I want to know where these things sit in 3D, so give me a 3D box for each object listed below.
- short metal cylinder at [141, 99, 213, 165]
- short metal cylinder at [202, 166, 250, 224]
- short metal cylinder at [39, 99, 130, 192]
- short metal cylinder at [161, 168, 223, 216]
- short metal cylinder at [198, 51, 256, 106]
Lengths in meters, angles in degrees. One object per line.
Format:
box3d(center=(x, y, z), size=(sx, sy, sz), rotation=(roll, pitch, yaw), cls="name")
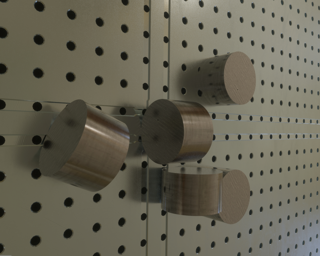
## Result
box3d(center=(0.020, 0.005, 0.392), size=(0.050, 0.080, 0.079), rotation=(1, 90, -40), cls="short metal cylinder")
box3d(center=(0.093, 0.101, 0.474), size=(0.081, 0.050, 0.079), rotation=(0, 90, -40), cls="short metal cylinder")
box3d(center=(-0.076, 0.018, 0.311), size=(0.050, 0.080, 0.080), rotation=(31, 71, -36), cls="short metal cylinder")
box3d(center=(0.042, 0.081, 0.411), size=(0.081, 0.080, 0.050), rotation=(2, 89, -40), cls="short metal cylinder")
box3d(center=(0.105, -0.075, 0.484), size=(0.081, 0.050, 0.079), rotation=(0, 90, -40), cls="short metal cylinder")
